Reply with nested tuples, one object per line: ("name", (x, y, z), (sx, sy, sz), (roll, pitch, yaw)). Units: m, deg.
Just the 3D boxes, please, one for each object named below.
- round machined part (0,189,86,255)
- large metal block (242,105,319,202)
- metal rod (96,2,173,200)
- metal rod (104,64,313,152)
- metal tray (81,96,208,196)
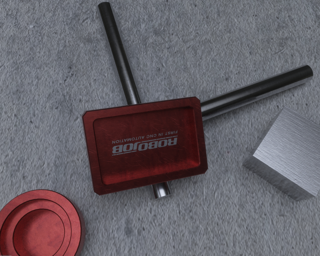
("round machined part", (-0.134, 0.122, 0.353), (0.099, 0.042, 0.098), (0, 70, -1))
("large metal block", (0.164, 0.032, 0.385), (0.080, 0.050, 0.080), (35, 73, 11))
("metal rod", (-0.040, -0.050, 0.425), (0.025, 0.025, 0.299), (-16, 71, -6))
("metal rod", (0.070, -0.028, 0.402), (0.302, 0.025, 0.025), (-20, 71, -14))
("metal tray", (-0.016, 0.017, 0.350), (0.131, 0.030, 0.089), (-9, 96, -16))
